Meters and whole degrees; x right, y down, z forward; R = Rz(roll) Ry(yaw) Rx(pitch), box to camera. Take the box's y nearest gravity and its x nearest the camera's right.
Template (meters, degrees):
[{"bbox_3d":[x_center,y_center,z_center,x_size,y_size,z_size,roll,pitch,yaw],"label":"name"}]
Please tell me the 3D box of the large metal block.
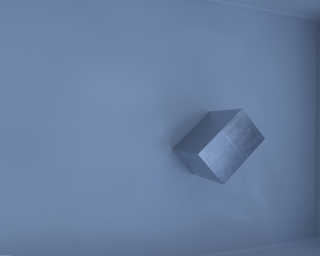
[{"bbox_3d":[0.074,0.021,0.408,0.080,0.080,0.050,-44,104,-15],"label":"large metal block"}]
